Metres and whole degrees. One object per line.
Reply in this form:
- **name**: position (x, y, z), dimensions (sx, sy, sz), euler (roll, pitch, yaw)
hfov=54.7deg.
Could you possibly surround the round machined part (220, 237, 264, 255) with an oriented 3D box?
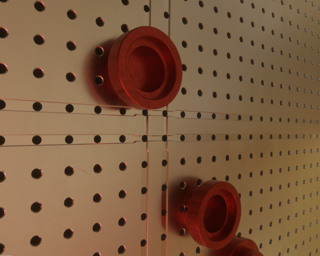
- **round machined part**: position (0.143, 0.238, 0.522), dimensions (0.099, 0.042, 0.097), euler (0, 90, -40)

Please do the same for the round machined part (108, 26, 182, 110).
- **round machined part**: position (-0.022, -0.071, 0.381), dimensions (0.099, 0.042, 0.097), euler (0, 90, -40)

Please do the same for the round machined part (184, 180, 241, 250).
- **round machined part**: position (0.075, 0.126, 0.464), dimensions (0.099, 0.042, 0.097), euler (0, 90, -40)
